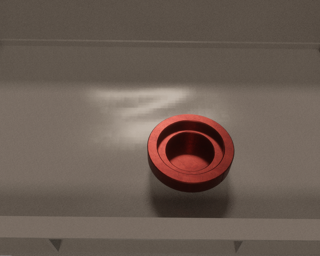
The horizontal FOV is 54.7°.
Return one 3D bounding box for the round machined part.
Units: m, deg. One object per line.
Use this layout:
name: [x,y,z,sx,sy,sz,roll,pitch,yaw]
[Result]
round machined part: [0.035,0.033,0.367,0.099,0.042,0.098,0,50,0]
